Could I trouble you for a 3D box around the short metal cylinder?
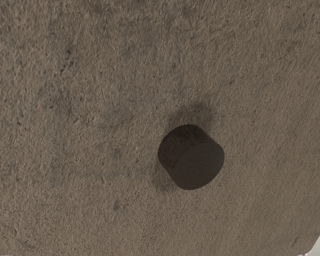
[{"bbox_3d":[0.044,0.041,0.442,0.081,0.050,0.079,-14,125,-21],"label":"short metal cylinder"}]
